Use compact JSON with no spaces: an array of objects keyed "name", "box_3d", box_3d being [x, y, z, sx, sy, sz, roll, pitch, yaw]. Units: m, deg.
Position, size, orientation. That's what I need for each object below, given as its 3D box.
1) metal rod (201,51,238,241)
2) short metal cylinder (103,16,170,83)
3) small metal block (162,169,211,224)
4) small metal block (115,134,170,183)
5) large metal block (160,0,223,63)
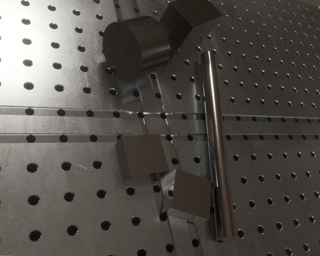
[{"name":"metal rod","box_3d":[0.081,0.006,0.449,0.025,0.025,0.299,14,56,-21]},{"name":"short metal cylinder","box_3d":[-0.033,-0.108,0.422,0.050,0.080,0.080,-29,78,-38]},{"name":"small metal block","box_3d":[0.033,0.084,0.377,0.050,0.025,0.050,21,54,-16]},{"name":"small metal block","box_3d":[-0.022,0.036,0.376,0.050,0.025,0.050,-2,63,-29]},{"name":"large metal block","box_3d":[0.040,-0.159,0.493,0.081,0.080,0.050,-34,81,-38]}]
